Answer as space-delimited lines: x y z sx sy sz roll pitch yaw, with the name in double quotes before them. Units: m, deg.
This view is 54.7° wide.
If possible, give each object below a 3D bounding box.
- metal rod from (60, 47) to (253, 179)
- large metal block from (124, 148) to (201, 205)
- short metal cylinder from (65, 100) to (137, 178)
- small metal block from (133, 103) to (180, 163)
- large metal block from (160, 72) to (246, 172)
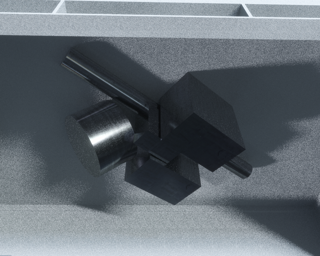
"metal rod" 0.013 -0.007 0.403 0.301 0.025 0.025 32 123 -25
"large metal block" 0.004 0.042 0.408 0.080 0.080 0.050 32 123 -25
"short metal cylinder" -0.072 0.012 0.373 0.050 0.080 0.079 -28 138 -30
"small metal block" -0.002 0.006 0.366 0.050 0.050 0.025 33 122 -25
"large metal block" 0.048 -0.007 0.367 0.080 0.080 0.050 33 123 -25
